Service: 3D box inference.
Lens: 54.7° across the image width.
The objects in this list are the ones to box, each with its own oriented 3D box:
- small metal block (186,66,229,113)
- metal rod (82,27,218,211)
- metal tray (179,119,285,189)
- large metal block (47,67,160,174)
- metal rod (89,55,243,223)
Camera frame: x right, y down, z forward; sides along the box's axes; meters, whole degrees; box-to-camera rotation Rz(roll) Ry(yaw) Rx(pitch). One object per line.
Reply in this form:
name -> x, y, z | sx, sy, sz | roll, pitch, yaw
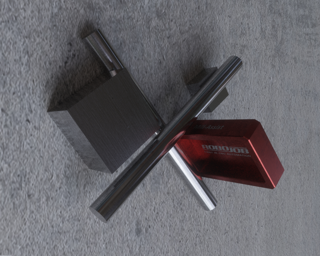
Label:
small metal block -> 0.073, -0.058, 0.469 | 0.050, 0.025, 0.050 | -43, 116, -32
metal rod -> 0.000, 0.006, 0.408 | 0.025, 0.025, 0.299 | -50, 120, -29
metal tray -> 0.084, 0.032, 0.410 | 0.030, 0.130, 0.090 | -50, 120, -28
large metal block -> -0.059, -0.009, 0.341 | 0.080, 0.050, 0.080 | -44, 117, -31
metal rod -> 0.025, -0.005, 0.396 | 0.301, 0.025, 0.025 | -47, 118, -30
